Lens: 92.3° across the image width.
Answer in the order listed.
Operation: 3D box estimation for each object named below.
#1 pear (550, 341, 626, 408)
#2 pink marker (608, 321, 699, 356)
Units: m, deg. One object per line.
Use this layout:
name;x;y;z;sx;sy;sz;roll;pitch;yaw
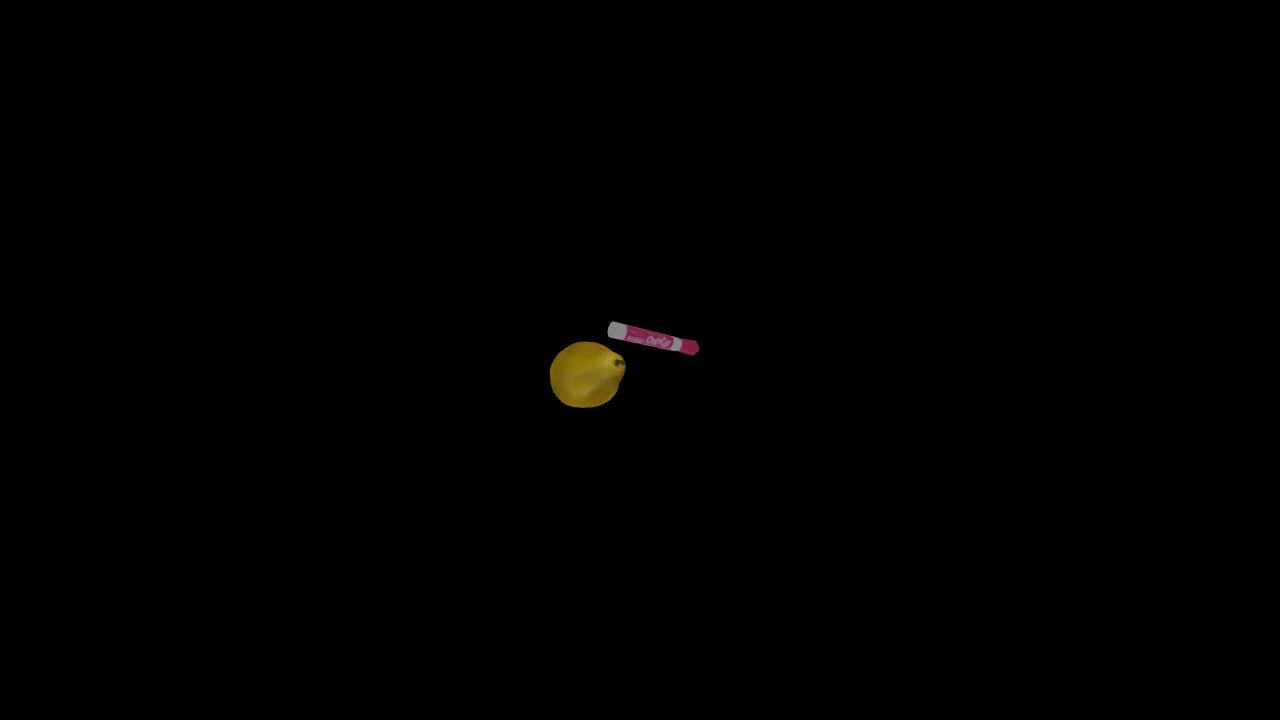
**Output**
pear;-0.044;0.009;0.666;0.111;0.080;0.080;-21;-14;40
pink marker;0.019;-0.024;0.720;0.121;0.020;0.020;12;-6;-30
